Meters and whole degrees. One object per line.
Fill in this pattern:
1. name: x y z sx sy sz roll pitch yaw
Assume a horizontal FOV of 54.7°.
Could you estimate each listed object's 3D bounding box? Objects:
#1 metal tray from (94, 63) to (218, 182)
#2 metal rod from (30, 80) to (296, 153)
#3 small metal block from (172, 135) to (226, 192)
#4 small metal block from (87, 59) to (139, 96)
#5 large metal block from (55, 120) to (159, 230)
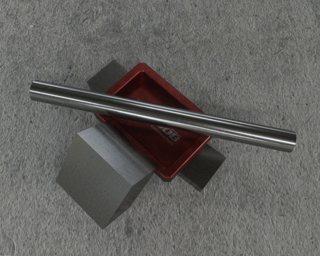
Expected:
1. metal tray: -0.007 -0.009 0.382 0.130 0.030 0.090 42 75 13
2. metal rod: 0.000 -0.014 0.356 0.302 0.025 0.025 12 71 3
3. small metal block: 0.047 0.045 0.393 0.050 0.025 0.050 37 74 12
4. small metal block: -0.063 -0.058 0.429 0.050 0.025 0.050 43 75 13
5. large metal block: -0.062 0.052 0.351 0.080 0.079 0.050 41 33 13
